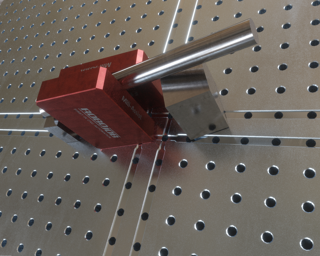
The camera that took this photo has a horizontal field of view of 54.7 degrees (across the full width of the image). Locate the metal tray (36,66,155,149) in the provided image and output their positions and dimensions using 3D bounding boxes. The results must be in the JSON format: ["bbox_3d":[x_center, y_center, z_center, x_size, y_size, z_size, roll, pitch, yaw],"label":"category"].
[{"bbox_3d":[-0.074,-0.018,0.389,0.090,0.130,0.030,-9,59,23],"label":"metal tray"}]

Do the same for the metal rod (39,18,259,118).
[{"bbox_3d":[-0.037,-0.058,0.365,0.300,0.025,0.025,-14,56,31],"label":"metal rod"}]

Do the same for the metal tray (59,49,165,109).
[{"bbox_3d":[-0.064,-0.056,0.432,0.130,0.090,0.030,-8,59,23],"label":"metal tray"}]

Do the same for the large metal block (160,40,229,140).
[{"bbox_3d":[0.040,-0.044,0.377,0.050,0.080,0.080,-20,54,16],"label":"large metal block"}]

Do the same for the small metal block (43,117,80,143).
[{"bbox_3d":[-0.144,-0.012,0.472,0.025,0.050,0.050,-8,58,24],"label":"small metal block"}]
